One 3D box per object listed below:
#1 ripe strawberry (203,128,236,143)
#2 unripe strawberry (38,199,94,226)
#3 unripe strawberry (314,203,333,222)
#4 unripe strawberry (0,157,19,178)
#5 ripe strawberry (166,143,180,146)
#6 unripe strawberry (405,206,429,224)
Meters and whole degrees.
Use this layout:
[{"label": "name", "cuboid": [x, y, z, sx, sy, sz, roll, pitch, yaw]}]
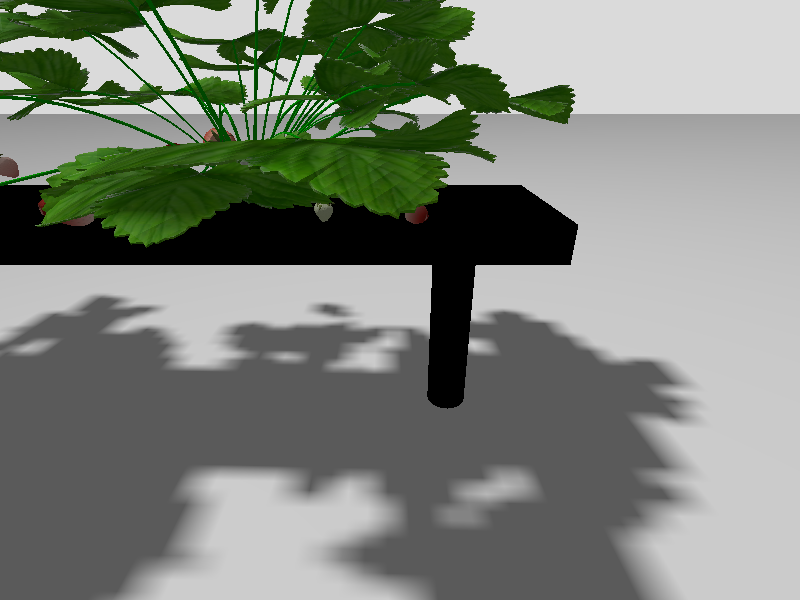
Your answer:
[{"label": "ripe strawberry", "cuboid": [-0.248, -0.212, 0.553, 0.042, 0.044, 0.046, -13, 14, -24]}, {"label": "unripe strawberry", "cuboid": [-0.217, -0.062, 0.263, 0.031, 0.026, 0.031, -23, 35, -37]}, {"label": "unripe strawberry", "cuboid": [-0.052, -0.060, 0.272, 0.012, 0.013, 0.013, -22, 34, -37]}, {"label": "unripe strawberry", "cuboid": [-0.426, -0.143, 0.434, 0.024, 0.021, 0.022, 33, -16, 48]}, {"label": "ripe strawberry", "cuboid": [-0.253, -0.158, 0.450, 0.033, 0.034, 0.030, 22, 34, 39]}, {"label": "unripe strawberry", "cuboid": [0.011, -0.058, 0.268, 0.016, 0.016, 0.014, 34, 37, 17]}]
